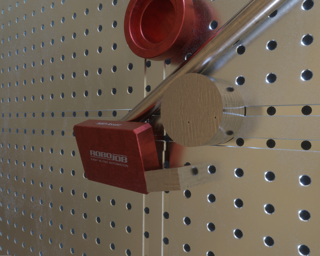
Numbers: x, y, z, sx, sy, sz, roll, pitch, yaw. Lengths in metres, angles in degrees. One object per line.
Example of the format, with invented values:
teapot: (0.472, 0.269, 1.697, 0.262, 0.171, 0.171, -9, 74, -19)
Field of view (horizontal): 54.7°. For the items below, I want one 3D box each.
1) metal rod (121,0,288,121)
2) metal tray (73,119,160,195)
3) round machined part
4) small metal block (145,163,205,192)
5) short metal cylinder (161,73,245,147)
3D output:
metal rod: (0.044, -0.077, 0.371, 0.299, 0.025, 0.025, -39, 67, 32)
metal tray: (-0.062, 0.037, 0.437, 0.130, 0.030, 0.089, 4, 112, 39)
round machined part: (0.003, -0.134, 0.394, 0.098, 0.042, 0.097, 0, 90, 39)
small metal block: (0.018, 0.060, 0.377, 0.050, 0.050, 0.025, -13, 82, 39)
short metal cylinder: (0.048, -0.019, 0.352, 0.080, 0.050, 0.079, 0, 90, 39)
